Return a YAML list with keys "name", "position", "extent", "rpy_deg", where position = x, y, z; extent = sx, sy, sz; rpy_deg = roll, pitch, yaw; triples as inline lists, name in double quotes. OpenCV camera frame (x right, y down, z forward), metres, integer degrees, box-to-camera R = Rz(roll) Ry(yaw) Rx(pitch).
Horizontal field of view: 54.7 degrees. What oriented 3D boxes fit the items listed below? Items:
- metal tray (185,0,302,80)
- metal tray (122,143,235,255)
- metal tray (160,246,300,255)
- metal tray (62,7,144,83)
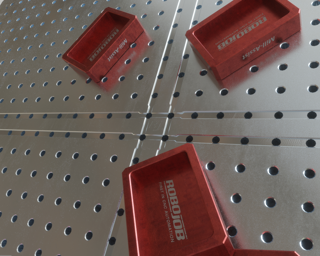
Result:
- name: "metal tray"
  position: [0.111, -0.135, 0.428]
  extent: [0.130, 0.030, 0.090]
  rpy_deg: [-32, 52, 6]
- name: "metal tray"
  position: [0.011, 0.082, 0.321]
  extent: [0.090, 0.030, 0.130]
  rpy_deg: [-23, 39, 6]
- name: "metal tray"
  position: [0.061, 0.157, 0.276]
  extent: [0.130, 0.030, 0.090]
  rpy_deg: [-7, 58, 24]
- name: "metal tray"
  position: [-0.101, -0.150, 0.547]
  extent: [0.090, 0.030, 0.130]
  rpy_deg: [32, 79, 37]
